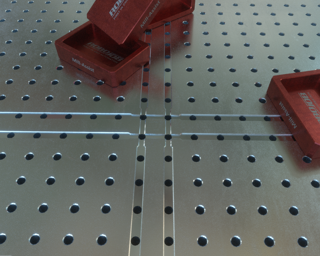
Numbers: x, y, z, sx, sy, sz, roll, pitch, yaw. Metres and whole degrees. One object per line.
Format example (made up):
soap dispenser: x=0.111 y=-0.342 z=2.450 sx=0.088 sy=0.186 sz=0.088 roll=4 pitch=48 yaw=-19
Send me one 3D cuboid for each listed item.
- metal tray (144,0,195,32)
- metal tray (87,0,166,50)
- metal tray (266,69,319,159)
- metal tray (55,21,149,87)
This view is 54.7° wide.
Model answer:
metal tray: x=0.008 y=-0.240 z=0.567 sx=0.131 sy=0.089 sz=0.030 roll=-30 pitch=56 yaw=-23
metal tray: x=-0.047 y=-0.203 z=0.491 sx=0.090 sy=0.030 sz=0.130 roll=43 pitch=103 yaw=20
metal tray: x=0.218 y=-0.025 z=0.427 sx=0.091 sy=0.030 sz=0.130 roll=-9 pitch=51 yaw=-8
metal tray: x=-0.094 y=-0.127 z=0.509 sx=0.130 sy=0.030 sz=0.090 roll=30 pitch=56 yaw=22
